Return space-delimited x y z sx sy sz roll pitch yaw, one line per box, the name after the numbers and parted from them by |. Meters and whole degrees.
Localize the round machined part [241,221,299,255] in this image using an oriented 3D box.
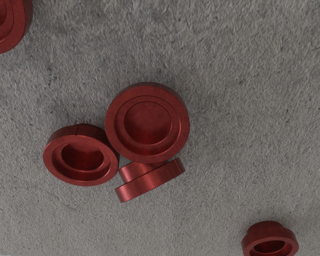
0.201 0.209 0.576 0.099 0.042 0.097 0 130 0 | round machined part

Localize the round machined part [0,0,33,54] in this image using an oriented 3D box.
-0.170 -0.122 0.290 0.099 0.042 0.097 0 130 0 | round machined part

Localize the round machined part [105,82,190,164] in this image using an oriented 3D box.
-0.014 -0.009 0.376 0.099 0.042 0.097 0 113 1 | round machined part

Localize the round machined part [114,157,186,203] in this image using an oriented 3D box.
-0.018 0.061 0.424 0.098 0.098 0.042 -29 83 22 | round machined part

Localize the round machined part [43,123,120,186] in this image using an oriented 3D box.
-0.103 0.032 0.422 0.099 0.042 0.097 0 130 0 | round machined part
